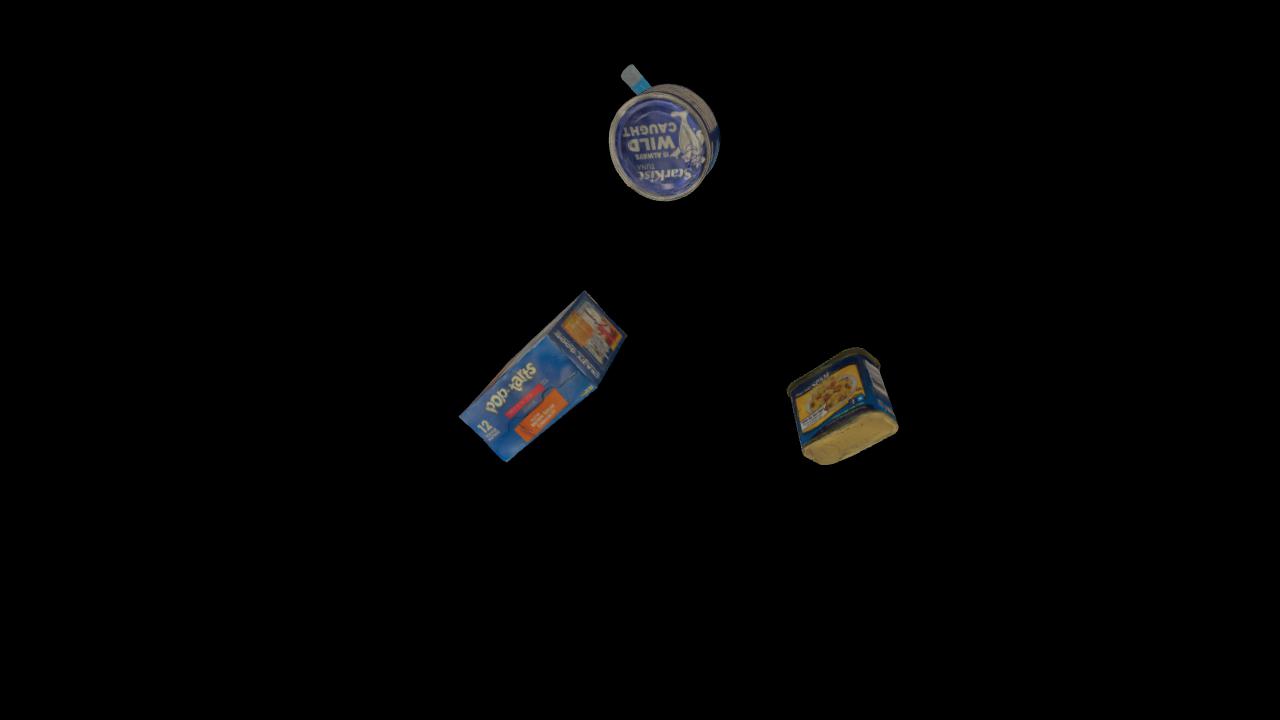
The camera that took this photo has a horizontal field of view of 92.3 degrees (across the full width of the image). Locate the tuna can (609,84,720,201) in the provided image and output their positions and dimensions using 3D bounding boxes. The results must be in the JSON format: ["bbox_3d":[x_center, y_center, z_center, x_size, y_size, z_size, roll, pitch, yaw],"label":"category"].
[{"bbox_3d":[0.020,-0.171,0.487,0.084,0.084,0.034,0,34,26],"label":"tuna can"}]

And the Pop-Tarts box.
[{"bbox_3d":[-0.112,0.018,0.741,0.167,0.083,0.141,-40,11,27],"label":"Pop-Tarts box"}]

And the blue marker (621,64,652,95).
[{"bbox_3d":[0.024,-0.286,0.706,0.020,0.020,0.121,0,-29,48],"label":"blue marker"}]

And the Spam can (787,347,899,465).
[{"bbox_3d":[0.211,0.051,0.648,0.058,0.085,0.101,30,-51,-28],"label":"Spam can"}]
